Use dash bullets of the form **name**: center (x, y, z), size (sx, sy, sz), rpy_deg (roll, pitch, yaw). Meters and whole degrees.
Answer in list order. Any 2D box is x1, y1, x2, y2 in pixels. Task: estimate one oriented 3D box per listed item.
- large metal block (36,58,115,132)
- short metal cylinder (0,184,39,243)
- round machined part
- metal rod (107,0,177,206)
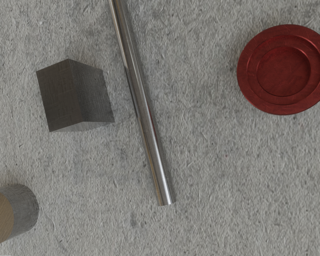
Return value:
- **large metal block**: center (-0.111, -0.040, 0.417), size (0.050, 0.080, 0.080), rpy_deg (-16, 85, 19)
- **short metal cylinder**: center (-0.237, 0.130, 0.477), size (0.080, 0.050, 0.079), rpy_deg (0, 90, 19)
- **round machined part**: center (0.139, -0.063, 0.351), size (0.098, 0.042, 0.097), rpy_deg (0, 90, 19)
- **metal rod**: center (-0.027, -0.046, 0.417), size (0.025, 0.025, 0.298), rpy_deg (-16, 85, 19)
